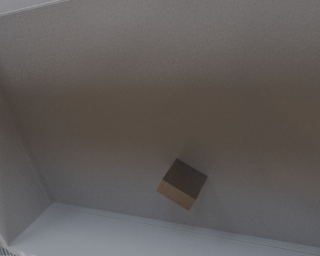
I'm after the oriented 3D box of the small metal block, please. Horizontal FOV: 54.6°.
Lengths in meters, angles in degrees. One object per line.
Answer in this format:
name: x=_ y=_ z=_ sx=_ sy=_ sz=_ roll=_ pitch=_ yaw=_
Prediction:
small metal block: x=0.031 y=0.076 z=0.424 sx=0.050 sy=0.050 sz=0.025 roll=30 pitch=128 yaw=9
